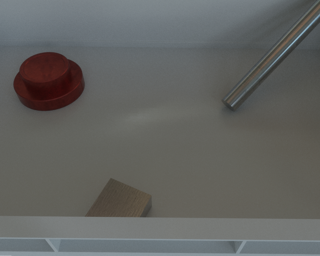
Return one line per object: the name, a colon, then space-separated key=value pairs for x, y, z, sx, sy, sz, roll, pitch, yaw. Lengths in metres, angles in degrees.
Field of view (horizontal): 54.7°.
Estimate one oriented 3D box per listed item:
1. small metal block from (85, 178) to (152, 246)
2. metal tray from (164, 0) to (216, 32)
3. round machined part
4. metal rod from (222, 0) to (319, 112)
small metal block: x=-0.043 y=0.089 z=0.330 sx=0.050 sy=0.025 sz=0.050 roll=20 pitch=53 yaw=16
metal tray: x=0.054 y=-0.237 z=0.604 sx=0.091 sy=0.030 sz=0.130 roll=-1 pitch=50 yaw=-1
round machined part: x=-0.164 y=-0.075 z=0.455 sx=0.099 sy=0.042 sz=0.098 roll=0 pitch=50 yaw=0
metal rod: x=0.200 y=-0.140 z=0.437 sx=0.300 sy=0.025 sz=0.025 roll=-46 pitch=61 yaw=-1
